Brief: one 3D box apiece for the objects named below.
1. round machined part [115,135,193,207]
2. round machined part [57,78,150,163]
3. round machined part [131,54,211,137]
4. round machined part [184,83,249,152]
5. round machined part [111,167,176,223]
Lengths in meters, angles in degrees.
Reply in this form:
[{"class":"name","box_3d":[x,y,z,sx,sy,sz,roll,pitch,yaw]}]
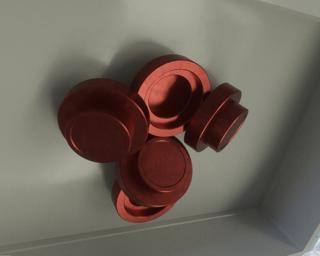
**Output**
[{"class":"round machined part","box_3d":[-0.002,0.048,0.387,0.099,0.098,0.042,-6,166,-25]},{"class":"round machined part","box_3d":[-0.062,-0.001,0.333,0.099,0.042,0.097,3,126,4]},{"class":"round machined part","box_3d":[0.008,-0.041,0.373,0.099,0.042,0.097,-14,124,-21]},{"class":"round machined part","box_3d":[0.078,-0.007,0.405,0.098,0.042,0.098,-44,158,-23]},{"class":"round machined part","box_3d":[-0.021,0.082,0.434,0.099,0.042,0.097,-14,124,-21]}]
